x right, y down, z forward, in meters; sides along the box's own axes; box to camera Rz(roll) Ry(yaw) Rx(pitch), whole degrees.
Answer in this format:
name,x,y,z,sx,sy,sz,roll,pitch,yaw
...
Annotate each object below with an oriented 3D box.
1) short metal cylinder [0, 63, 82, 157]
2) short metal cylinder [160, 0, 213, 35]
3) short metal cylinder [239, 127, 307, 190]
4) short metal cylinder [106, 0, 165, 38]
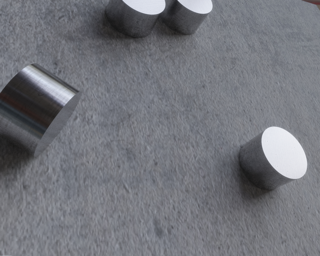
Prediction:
name,x,y,z,sx,sy,sz,roll,pitch,yaw
short metal cylinder,-0.124,-0.018,0.313,0.050,0.080,0.080,34,51,-7
short metal cylinder,0.044,-0.212,0.543,0.081,0.050,0.080,14,56,-21
short metal cylinder,0.164,0.045,0.451,0.081,0.050,0.080,14,56,-21
short metal cylinder,-0.039,-0.188,0.483,0.081,0.050,0.080,14,56,-21
